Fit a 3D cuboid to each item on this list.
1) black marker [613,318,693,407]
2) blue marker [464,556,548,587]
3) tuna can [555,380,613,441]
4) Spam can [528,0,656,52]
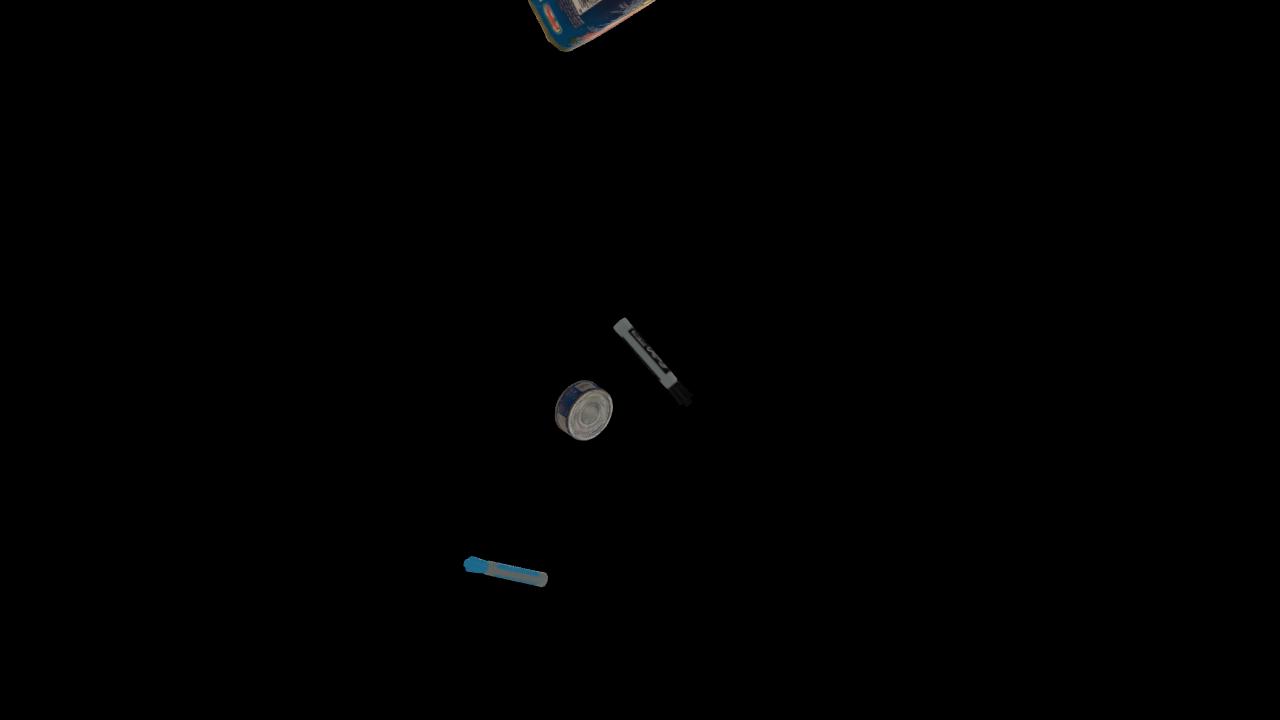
[{"bbox_3d":[0.016,0.004,0.683,0.020,0.121,0.020,-40,-6,-5],"label":"black marker"},{"bbox_3d":[-0.171,0.270,0.785,0.121,0.020,0.020,29,-18,-37],"label":"blue marker"},{"bbox_3d":[-0.080,0.074,0.895,0.084,0.084,0.034,0,19,-43],"label":"tuna can"},{"bbox_3d":[-0.014,-0.255,0.400,0.085,0.058,0.101,-7,34,42],"label":"Spam can"}]
